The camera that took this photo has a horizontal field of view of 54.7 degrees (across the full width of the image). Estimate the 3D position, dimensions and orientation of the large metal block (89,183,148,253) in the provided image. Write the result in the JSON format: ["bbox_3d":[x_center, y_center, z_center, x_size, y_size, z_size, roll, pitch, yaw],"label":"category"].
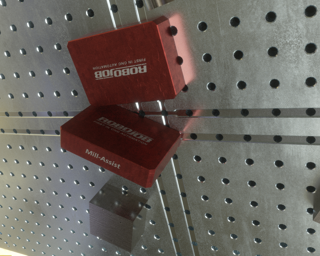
[{"bbox_3d":[-0.071,0.151,0.524,0.080,0.050,0.079,19,126,17],"label":"large metal block"}]

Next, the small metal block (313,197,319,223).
[{"bbox_3d":[0.213,0.093,0.357,0.050,0.025,0.050,22,127,14],"label":"small metal block"}]

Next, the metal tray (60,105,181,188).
[{"bbox_3d":[-0.050,0.015,0.402,0.130,0.090,0.030,23,127,14],"label":"metal tray"}]

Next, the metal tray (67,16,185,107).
[{"bbox_3d":[-0.043,-0.077,0.381,0.130,0.030,0.089,-3,117,29],"label":"metal tray"}]

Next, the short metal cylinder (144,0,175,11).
[{"bbox_3d":[0.017,-0.144,0.276,0.080,0.080,0.050,-9,114,32],"label":"short metal cylinder"}]
